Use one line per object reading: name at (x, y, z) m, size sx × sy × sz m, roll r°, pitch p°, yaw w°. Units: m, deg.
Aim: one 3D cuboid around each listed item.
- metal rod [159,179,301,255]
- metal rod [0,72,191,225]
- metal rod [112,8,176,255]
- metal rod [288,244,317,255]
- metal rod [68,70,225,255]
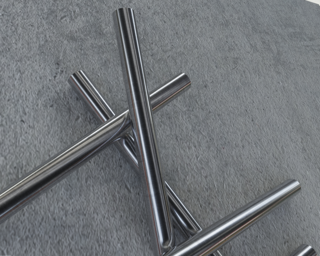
metal rod at (0.085, 0.110, 0.355) m, size 0.302 × 0.025 × 0.025 m, roll -12°, pitch 68°, yaw -42°
metal rod at (-0.072, 0.017, 0.328) m, size 0.302 × 0.025 × 0.025 m, roll -37°, pitch 83°, yaw -31°
metal rod at (-0.015, 0.016, 0.331) m, size 0.025 × 0.025 × 0.298 m, roll -6°, pitch 82°, yaw -31°
metal rod at (0.075, 0.199, 0.322) m, size 0.302 × 0.025 × 0.025 m, roll -16°, pitch 70°, yaw -34°
metal rod at (-0.013, 0.053, 0.363) m, size 0.025 × 0.025 × 0.300 m, roll -31°, pitch 79°, yaw -38°
